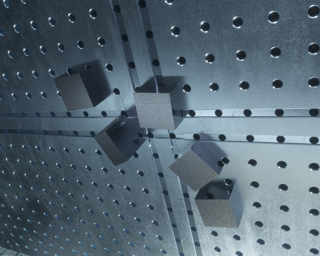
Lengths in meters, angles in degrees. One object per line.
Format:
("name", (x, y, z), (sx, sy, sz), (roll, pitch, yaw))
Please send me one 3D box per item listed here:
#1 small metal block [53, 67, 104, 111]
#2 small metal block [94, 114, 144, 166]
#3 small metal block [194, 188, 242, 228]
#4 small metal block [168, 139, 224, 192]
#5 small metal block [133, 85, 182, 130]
("small metal block", (-0.115, -0.054, 0.439), (0.050, 0.025, 0.050), (-5, 116, 30))
("small metal block", (-0.056, 0.017, 0.436), (0.025, 0.050, 0.050), (-25, 105, 37))
("small metal block", (0.083, 0.112, 0.437), (0.050, 0.025, 0.050), (-8, 115, 31))
("small metal block", (0.049, 0.051, 0.418), (0.050, 0.025, 0.050), (43, 129, -2))
("small metal block", (-0.002, -0.027, 0.396), (0.050, 0.025, 0.050), (4, 120, 26))
